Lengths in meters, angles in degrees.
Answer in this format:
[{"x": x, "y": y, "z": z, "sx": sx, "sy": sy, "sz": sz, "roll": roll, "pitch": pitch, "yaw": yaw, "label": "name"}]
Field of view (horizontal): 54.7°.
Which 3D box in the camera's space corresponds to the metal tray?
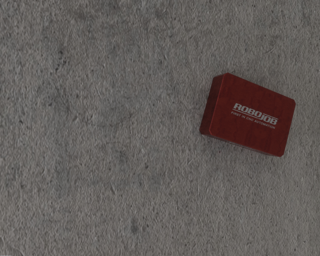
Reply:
[{"x": 0.131, "y": -0.017, "z": 0.454, "sx": 0.131, "sy": 0.030, "sz": 0.090, "roll": 17, "pitch": 84, "yaw": -19, "label": "metal tray"}]
